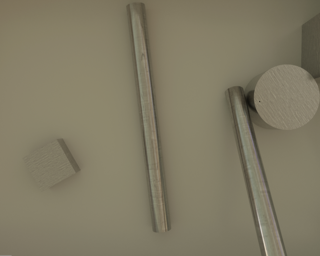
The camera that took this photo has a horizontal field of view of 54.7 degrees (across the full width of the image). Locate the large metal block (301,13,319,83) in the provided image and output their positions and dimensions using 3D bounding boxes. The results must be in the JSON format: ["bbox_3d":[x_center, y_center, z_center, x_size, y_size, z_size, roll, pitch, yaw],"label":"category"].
[{"bbox_3d":[0.220,-0.101,0.387,0.050,0.080,0.079,1,90,0],"label":"large metal block"}]

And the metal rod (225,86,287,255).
[{"bbox_3d":[0.113,0.083,0.345,0.025,0.025,0.299,-6,62,0],"label":"metal rod"}]

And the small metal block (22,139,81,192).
[{"bbox_3d":[-0.142,0.048,0.410,0.050,0.025,0.050,-29,90,-1],"label":"small metal block"}]

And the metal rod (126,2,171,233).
[{"bbox_3d":[-0.015,-0.014,0.411,0.025,0.025,0.298,-7,90,0],"label":"metal rod"}]

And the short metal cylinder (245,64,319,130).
[{"bbox_3d":[0.154,-0.038,0.401,0.081,0.050,0.079,0,90,-1],"label":"short metal cylinder"}]
